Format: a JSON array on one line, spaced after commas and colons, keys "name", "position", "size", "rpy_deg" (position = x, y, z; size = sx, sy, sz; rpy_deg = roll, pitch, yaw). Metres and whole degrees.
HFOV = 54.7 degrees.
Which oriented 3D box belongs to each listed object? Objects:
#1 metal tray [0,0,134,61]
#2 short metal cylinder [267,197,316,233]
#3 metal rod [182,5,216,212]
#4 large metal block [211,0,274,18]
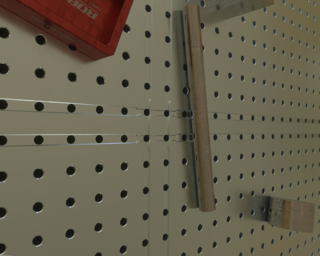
[{"name": "metal tray", "position": [-0.096, -0.142, 0.325], "size": [0.131, 0.030, 0.090], "rpy_deg": [27, 73, -37]}, {"name": "short metal cylinder", "position": [0.246, 0.160, 0.580], "size": [0.081, 0.080, 0.050], "rpy_deg": [15, 81, -39]}, {"name": "metal rod", "position": [0.058, -0.025, 0.457], "size": [0.025, 0.025, 0.298], "rpy_deg": [-9, 96, -40]}, {"name": "large metal block", "position": [0.125, -0.225, 0.478], "size": [0.050, 0.080, 0.079], "rpy_deg": [-4, 93, -40]}]
